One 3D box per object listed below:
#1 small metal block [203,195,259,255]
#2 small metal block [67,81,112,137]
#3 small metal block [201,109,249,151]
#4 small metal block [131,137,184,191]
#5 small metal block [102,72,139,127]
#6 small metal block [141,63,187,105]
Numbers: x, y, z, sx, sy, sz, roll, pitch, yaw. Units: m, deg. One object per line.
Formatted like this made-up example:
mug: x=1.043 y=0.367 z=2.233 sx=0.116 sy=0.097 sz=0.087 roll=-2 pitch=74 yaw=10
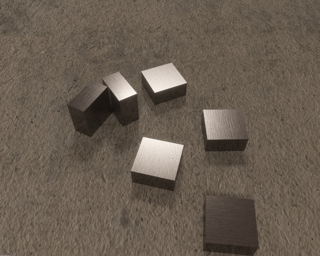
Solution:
small metal block: x=0.071 y=0.100 z=0.320 sx=0.050 sy=0.025 sz=0.050 roll=5 pitch=50 yaw=3
small metal block: x=-0.091 y=-0.025 z=0.407 sx=0.025 sy=0.050 sz=0.050 roll=22 pitch=53 yaw=17
small metal block: x=0.082 y=0.003 z=0.402 sx=0.050 sy=0.025 sz=0.050 roll=-1 pitch=50 yaw=-1
small metal block: x=-0.002 y=0.042 z=0.368 sx=0.050 sy=0.025 sz=0.050 roll=11 pitch=51 yaw=9
small metal block: x=-0.053 y=-0.039 z=0.419 sx=0.025 sy=0.050 sz=0.050 roll=-26 pitch=55 yaw=-20
small metal block: x=0.005 y=-0.066 z=0.459 sx=0.050 sy=0.025 sz=0.050 roll=-19 pitch=53 yaw=-16
